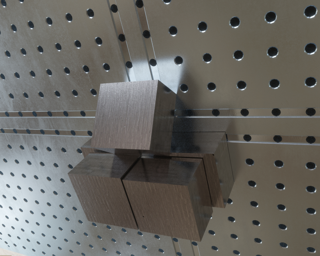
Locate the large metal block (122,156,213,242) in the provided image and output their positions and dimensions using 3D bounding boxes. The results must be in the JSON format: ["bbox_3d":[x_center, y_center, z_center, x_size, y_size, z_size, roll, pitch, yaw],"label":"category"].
[{"bbox_3d":[0.012,0.082,0.371,0.080,0.050,0.080,0,119,28],"label":"large metal block"}]

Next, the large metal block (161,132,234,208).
[{"bbox_3d":[0.045,0.052,0.402,0.080,0.050,0.080,-1,118,28],"label":"large metal block"}]

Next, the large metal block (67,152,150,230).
[{"bbox_3d":[-0.061,0.080,0.407,0.080,0.050,0.080,0,119,28],"label":"large metal block"}]

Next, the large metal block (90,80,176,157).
[{"bbox_3d":[-0.031,-0.010,0.377,0.080,0.050,0.080,0,77,27],"label":"large metal block"}]

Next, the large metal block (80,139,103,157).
[{"bbox_3d":[-0.058,0.051,0.456,0.080,0.050,0.079,2,119,27],"label":"large metal block"}]
